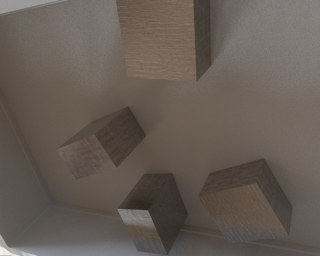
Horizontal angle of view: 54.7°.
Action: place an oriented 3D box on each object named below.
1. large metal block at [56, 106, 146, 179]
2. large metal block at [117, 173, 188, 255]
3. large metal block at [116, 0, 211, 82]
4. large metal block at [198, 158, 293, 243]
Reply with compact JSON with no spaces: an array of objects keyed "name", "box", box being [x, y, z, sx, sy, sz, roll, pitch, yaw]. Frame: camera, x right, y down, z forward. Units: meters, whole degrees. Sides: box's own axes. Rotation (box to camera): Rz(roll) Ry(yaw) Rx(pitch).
[{"name":"large metal block","box":[-0.079,0.020,0.428,0.080,0.080,0.050,-19,108,35]},{"name":"large metal block","box":[-0.007,0.123,0.453,0.050,0.080,0.080,-7,115,31]},{"name":"large metal block","box":[0.007,-0.098,0.328,0.080,0.050,0.079,8,122,24]},{"name":"large metal block","box":[0.109,0.094,0.393,0.080,0.050,0.080,-24,106,36]}]
